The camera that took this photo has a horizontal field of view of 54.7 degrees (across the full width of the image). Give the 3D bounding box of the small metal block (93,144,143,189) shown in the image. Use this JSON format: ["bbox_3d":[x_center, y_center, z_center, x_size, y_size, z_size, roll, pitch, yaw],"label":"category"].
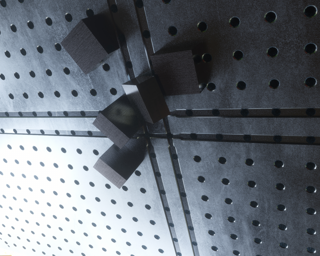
[{"bbox_3d":[-0.061,0.053,0.458,0.050,0.050,0.025,40,129,1],"label":"small metal block"}]

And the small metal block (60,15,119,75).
[{"bbox_3d":[-0.089,-0.104,0.392,0.050,0.025,0.050,-30,102,37],"label":"small metal block"}]

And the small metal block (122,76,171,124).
[{"bbox_3d":[-0.018,-0.036,0.381,0.050,0.025,0.050,18,136,63],"label":"small metal block"}]

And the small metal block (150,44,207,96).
[{"bbox_3d":[0.022,-0.066,0.358,0.050,0.025,0.050,-1,118,28],"label":"small metal block"}]

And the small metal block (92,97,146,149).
[{"bbox_3d":[-0.053,-0.008,0.416,0.050,0.050,0.025,42,129,-1],"label":"small metal block"}]
